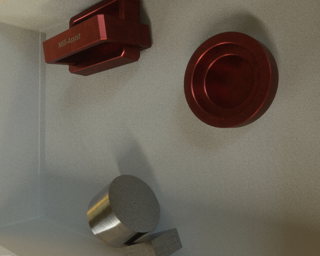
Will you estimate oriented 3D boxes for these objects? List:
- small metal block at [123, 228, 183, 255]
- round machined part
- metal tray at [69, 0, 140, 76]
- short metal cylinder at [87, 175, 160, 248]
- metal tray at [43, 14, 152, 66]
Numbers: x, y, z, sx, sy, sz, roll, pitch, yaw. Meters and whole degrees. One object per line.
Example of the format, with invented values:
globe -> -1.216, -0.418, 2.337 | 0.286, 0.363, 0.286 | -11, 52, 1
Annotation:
small metal block -> -0.009, 0.152, 0.395 | 0.050, 0.050, 0.025 | -28, 75, 36
round machined part -> 0.078, -0.049, 0.331 | 0.098, 0.042, 0.097 | 0, 90, 39
metal tray -> -0.085, -0.133, 0.456 | 0.130, 0.030, 0.089 | -5, 84, 42
short metal cylinder -> -0.047, 0.109, 0.408 | 0.050, 0.081, 0.080 | -43, 65, 31
metal tray -> -0.089, -0.117, 0.433 | 0.130, 0.091, 0.030 | -7, 91, 39
